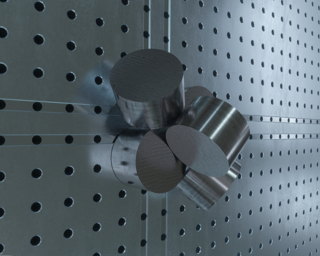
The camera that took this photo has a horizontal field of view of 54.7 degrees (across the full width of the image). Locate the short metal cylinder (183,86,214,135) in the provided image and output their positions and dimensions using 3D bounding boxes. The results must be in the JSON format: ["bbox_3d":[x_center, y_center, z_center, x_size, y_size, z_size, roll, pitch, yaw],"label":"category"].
[{"bbox_3d":[0.036,-0.015,0.424,0.081,0.050,0.079,0,90,-40],"label":"short metal cylinder"}]

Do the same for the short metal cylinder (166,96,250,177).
[{"bbox_3d":[0.054,0.010,0.354,0.050,0.080,0.080,-49,120,-29],"label":"short metal cylinder"}]

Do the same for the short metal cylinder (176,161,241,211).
[{"bbox_3d":[0.064,0.065,0.420,0.050,0.080,0.080,39,61,6],"label":"short metal cylinder"}]

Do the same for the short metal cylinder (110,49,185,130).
[{"bbox_3d":[-0.012,-0.045,0.355,0.080,0.080,0.050,-54,156,-27],"label":"short metal cylinder"}]

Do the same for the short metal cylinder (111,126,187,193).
[{"bbox_3d":[-0.012,0.037,0.384,0.081,0.050,0.079,0,90,-40],"label":"short metal cylinder"}]
